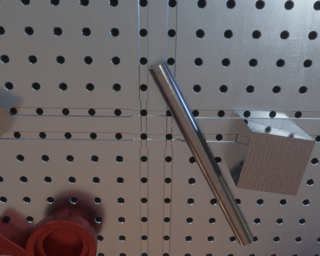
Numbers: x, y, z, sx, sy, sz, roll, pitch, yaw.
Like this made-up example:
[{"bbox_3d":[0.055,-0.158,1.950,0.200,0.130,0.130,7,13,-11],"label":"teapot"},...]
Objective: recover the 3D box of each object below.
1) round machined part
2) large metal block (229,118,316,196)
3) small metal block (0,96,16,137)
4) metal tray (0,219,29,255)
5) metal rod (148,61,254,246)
[{"bbox_3d":[-0.143,0.170,0.461,0.099,0.042,0.097,-2,106,-6],"label":"round machined part"},{"bbox_3d":[0.146,0.038,0.415,0.081,0.050,0.079,8,110,-3],"label":"large metal block"},{"bbox_3d":[-0.226,-0.019,0.404,0.050,0.025,0.050,26,108,-10],"label":"small metal block"},{"bbox_3d":[-0.254,0.214,0.487,0.090,0.030,0.130,40,105,-14],"label":"metal tray"},{"bbox_3d":[0.064,0.047,0.430,0.025,0.025,0.299,-26,108,9],"label":"metal rod"}]
